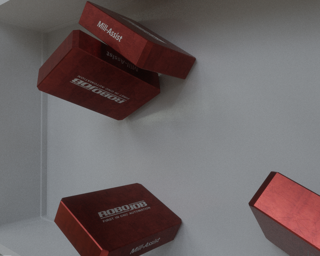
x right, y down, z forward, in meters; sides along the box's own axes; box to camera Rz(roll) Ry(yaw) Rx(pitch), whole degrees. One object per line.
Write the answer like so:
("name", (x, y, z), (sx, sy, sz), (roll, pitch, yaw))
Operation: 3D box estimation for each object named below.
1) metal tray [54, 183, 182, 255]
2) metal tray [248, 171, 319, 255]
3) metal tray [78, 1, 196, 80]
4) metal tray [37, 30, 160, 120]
("metal tray", (-0.047, 0.112, 0.377), (0.090, 0.131, 0.030), (34, 111, 35))
("metal tray", (0.124, 0.089, 0.239), (0.090, 0.130, 0.030), (32, 78, 35))
("metal tray", (-0.029, -0.110, 0.387), (0.130, 0.091, 0.030), (41, 113, 32))
("metal tray", (-0.076, -0.060, 0.399), (0.090, 0.131, 0.030), (-32, 51, 35))
